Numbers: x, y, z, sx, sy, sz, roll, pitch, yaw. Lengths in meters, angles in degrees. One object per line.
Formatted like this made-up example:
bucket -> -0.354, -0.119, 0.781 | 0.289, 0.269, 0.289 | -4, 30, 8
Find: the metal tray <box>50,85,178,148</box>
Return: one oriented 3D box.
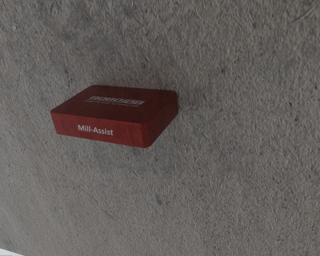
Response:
metal tray -> -0.054, -0.019, 0.381 | 0.130, 0.090, 0.030 | 8, 122, 24
